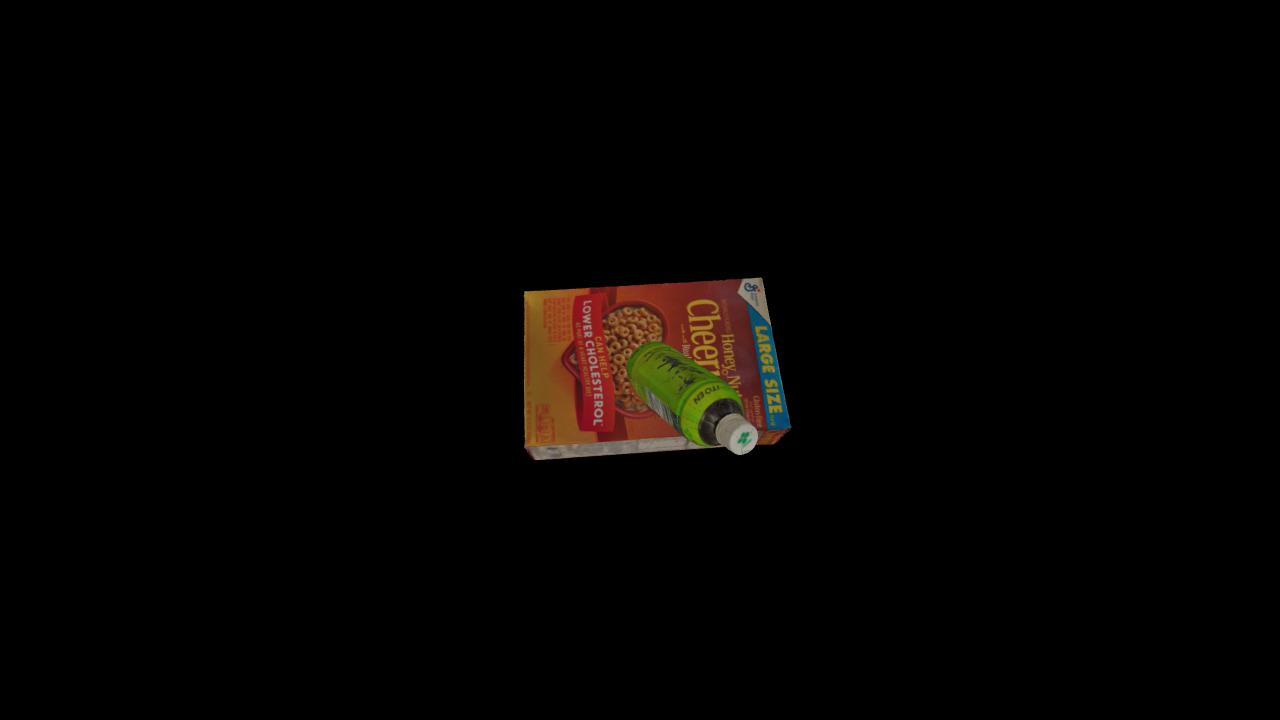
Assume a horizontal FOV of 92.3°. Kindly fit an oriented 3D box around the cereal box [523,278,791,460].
[{"bbox_3d":[0.014,0.008,0.755,0.306,0.203,0.081,-3,-23,-2],"label":"cereal box"}]

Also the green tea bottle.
[{"bbox_3d":[0.052,0.041,0.640,0.073,0.073,0.212,0,19,-24],"label":"green tea bottle"}]
